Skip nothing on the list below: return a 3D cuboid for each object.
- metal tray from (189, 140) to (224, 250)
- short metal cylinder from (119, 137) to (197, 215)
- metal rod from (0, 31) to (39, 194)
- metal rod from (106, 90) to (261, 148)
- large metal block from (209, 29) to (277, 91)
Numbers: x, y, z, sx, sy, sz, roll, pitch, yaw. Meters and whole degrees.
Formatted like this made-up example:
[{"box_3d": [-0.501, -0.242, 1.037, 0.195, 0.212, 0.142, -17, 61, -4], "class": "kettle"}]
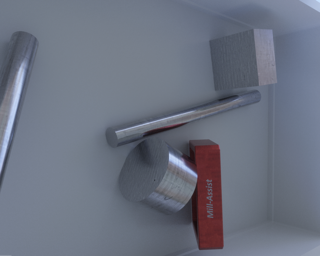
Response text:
[{"box_3d": [0.060, 0.084, 0.419, 0.030, 0.090, 0.129, -3, 92, 1], "class": "metal tray"}, {"box_3d": [-0.003, 0.058, 0.371, 0.050, 0.080, 0.080, 35, 69, -35], "class": "short metal cylinder"}, {"box_3d": [-0.129, 0.044, 0.224, 0.025, 0.025, 0.299, 26, 50, -37], "class": "metal rod"}, {"box_3d": [0.056, -0.022, 0.456, 0.302, 0.025, 0.025, -17, 101, -39], "class": "metal rod"}, {"box_3d": [0.128, -0.104, 0.481, 0.050, 0.080, 0.079, -14, 99, -40], "class": "large metal block"}]
